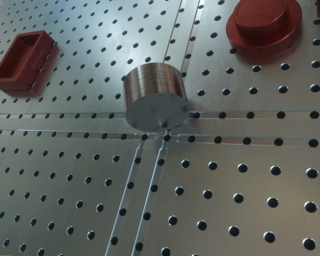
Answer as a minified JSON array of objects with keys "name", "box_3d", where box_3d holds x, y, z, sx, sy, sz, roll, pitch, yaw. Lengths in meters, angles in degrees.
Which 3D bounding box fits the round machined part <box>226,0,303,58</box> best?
[{"name":"round machined part","box_3d":[0.137,-0.146,0.415,0.098,0.042,0.098,-13,56,21]}]

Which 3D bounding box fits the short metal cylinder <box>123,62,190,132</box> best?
[{"name":"short metal cylinder","box_3d":[-0.006,-0.038,0.399,0.080,0.080,0.050,-20,54,16]}]

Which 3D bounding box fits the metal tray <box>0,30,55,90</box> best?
[{"name":"metal tray","box_3d":[-0.284,-0.139,0.639,0.090,0.030,0.130,3,63,29]}]

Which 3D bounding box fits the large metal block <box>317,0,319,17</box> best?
[{"name":"large metal block","box_3d":[0.244,-0.152,0.357,0.080,0.050,0.080,-33,52,7]}]
